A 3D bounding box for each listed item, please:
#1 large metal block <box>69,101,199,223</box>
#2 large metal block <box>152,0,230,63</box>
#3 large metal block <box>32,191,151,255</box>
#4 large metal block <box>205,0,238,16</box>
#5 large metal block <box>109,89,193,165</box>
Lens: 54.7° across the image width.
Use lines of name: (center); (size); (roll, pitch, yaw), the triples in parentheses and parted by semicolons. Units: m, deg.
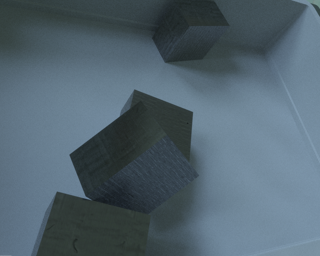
large metal block: (-0.021, 0.035, 0.290); (0.080, 0.080, 0.050); (-37, 49, 1)
large metal block: (0.047, -0.151, 0.487); (0.081, 0.080, 0.050); (-13, 69, -33)
large metal block: (-0.064, 0.100, 0.273); (0.080, 0.080, 0.050); (19, 58, -17)
large metal block: (0.126, -0.273, 0.607); (0.050, 0.080, 0.080); (24, 53, -14)
large metal block: (-0.009, 0.011, 0.378); (0.080, 0.050, 0.080); (20, 54, -17)
